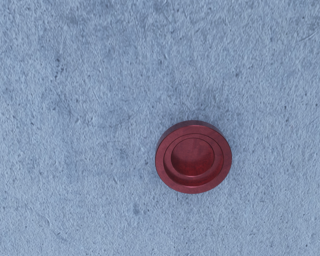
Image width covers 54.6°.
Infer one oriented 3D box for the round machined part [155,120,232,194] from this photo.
[{"bbox_3d":[0.043,0.035,0.414,0.099,0.042,0.097,0,110,0],"label":"round machined part"}]
